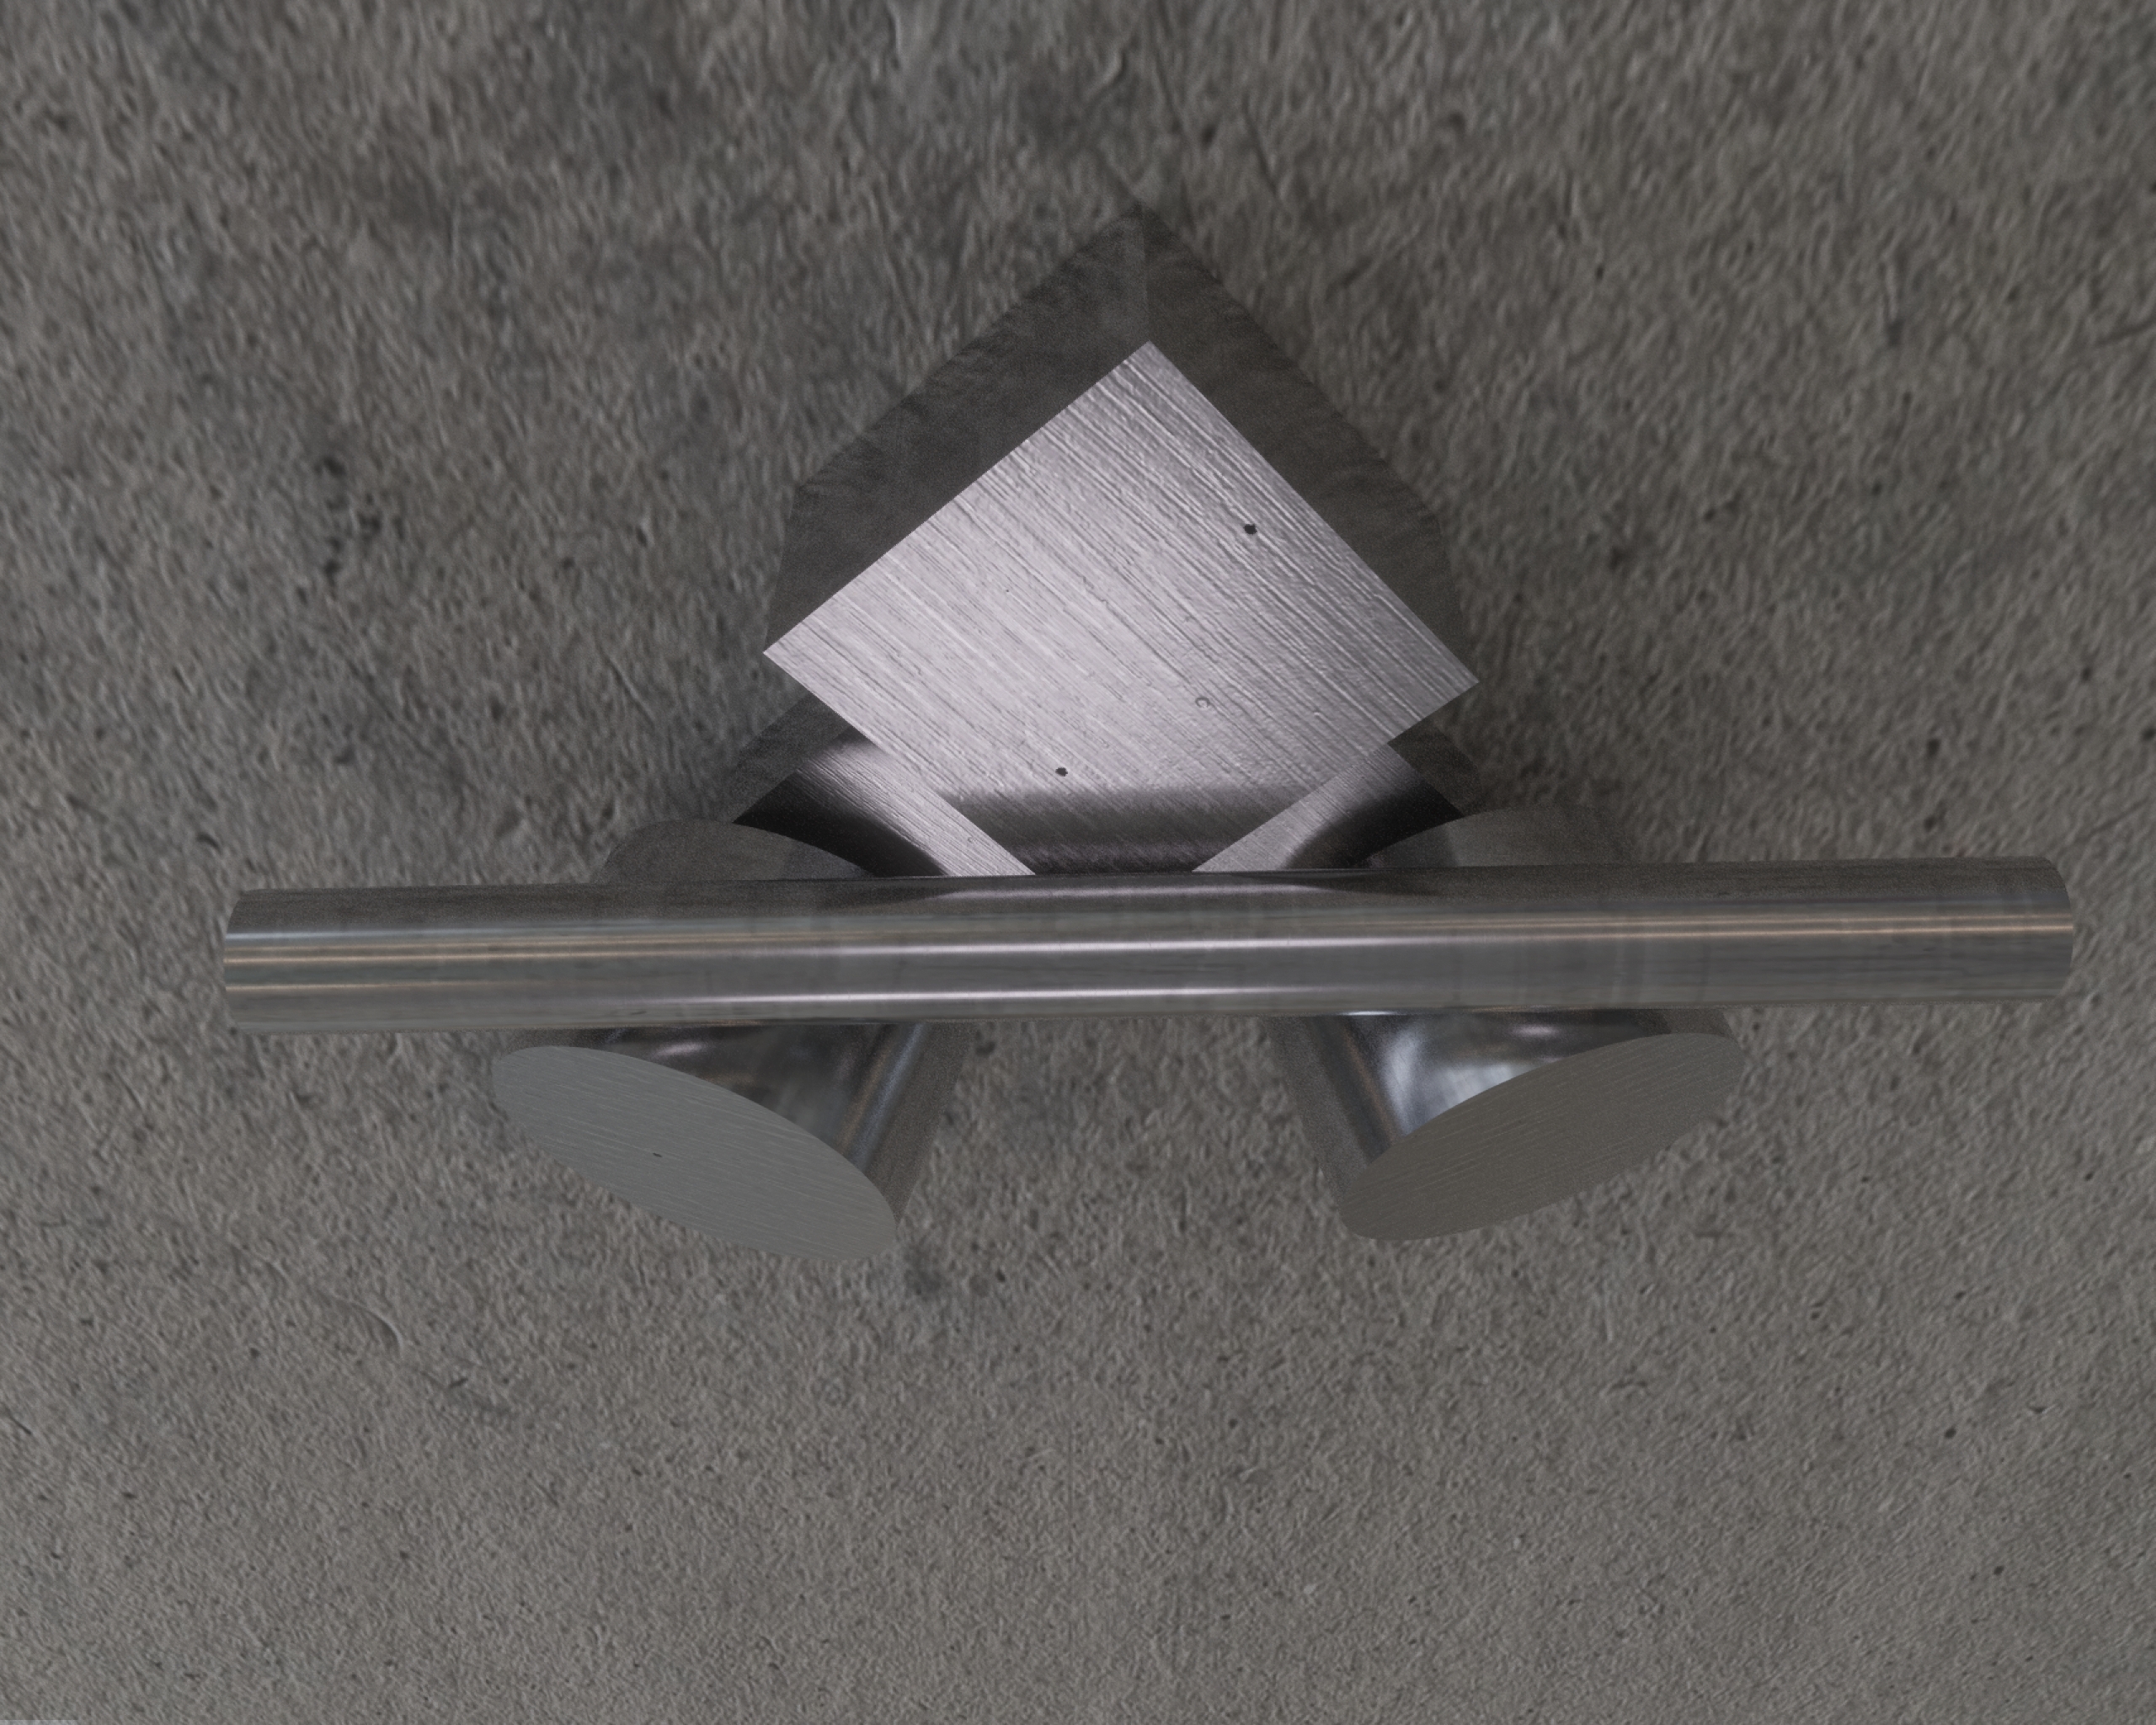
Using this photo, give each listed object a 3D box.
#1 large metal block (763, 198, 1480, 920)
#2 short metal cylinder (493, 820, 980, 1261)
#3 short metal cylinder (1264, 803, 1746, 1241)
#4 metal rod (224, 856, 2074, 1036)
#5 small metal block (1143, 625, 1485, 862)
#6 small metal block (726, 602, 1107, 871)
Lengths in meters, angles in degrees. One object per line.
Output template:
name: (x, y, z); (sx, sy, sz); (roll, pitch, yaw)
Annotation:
large metal block: (0.007, -0.047, 0.350); (0.080, 0.050, 0.080); (-35, 122, 25)
short metal cylinder: (-0.064, 0.036, 0.403); (0.080, 0.050, 0.080); (15, 149, 10)
short metal cylinder: (0.079, 0.032, 0.402); (0.081, 0.050, 0.080); (-15, 150, -9)
metal rod: (0.011, 0.014, 0.353); (0.302, 0.025, 0.025); (-1, 130, 0)
small metal block: (0.043, -0.012, 0.398); (0.050, 0.025, 0.050); (-36, 122, 26)
small metal block: (-0.030, -0.014, 0.397); (0.050, 0.025, 0.050); (-36, 122, 25)
